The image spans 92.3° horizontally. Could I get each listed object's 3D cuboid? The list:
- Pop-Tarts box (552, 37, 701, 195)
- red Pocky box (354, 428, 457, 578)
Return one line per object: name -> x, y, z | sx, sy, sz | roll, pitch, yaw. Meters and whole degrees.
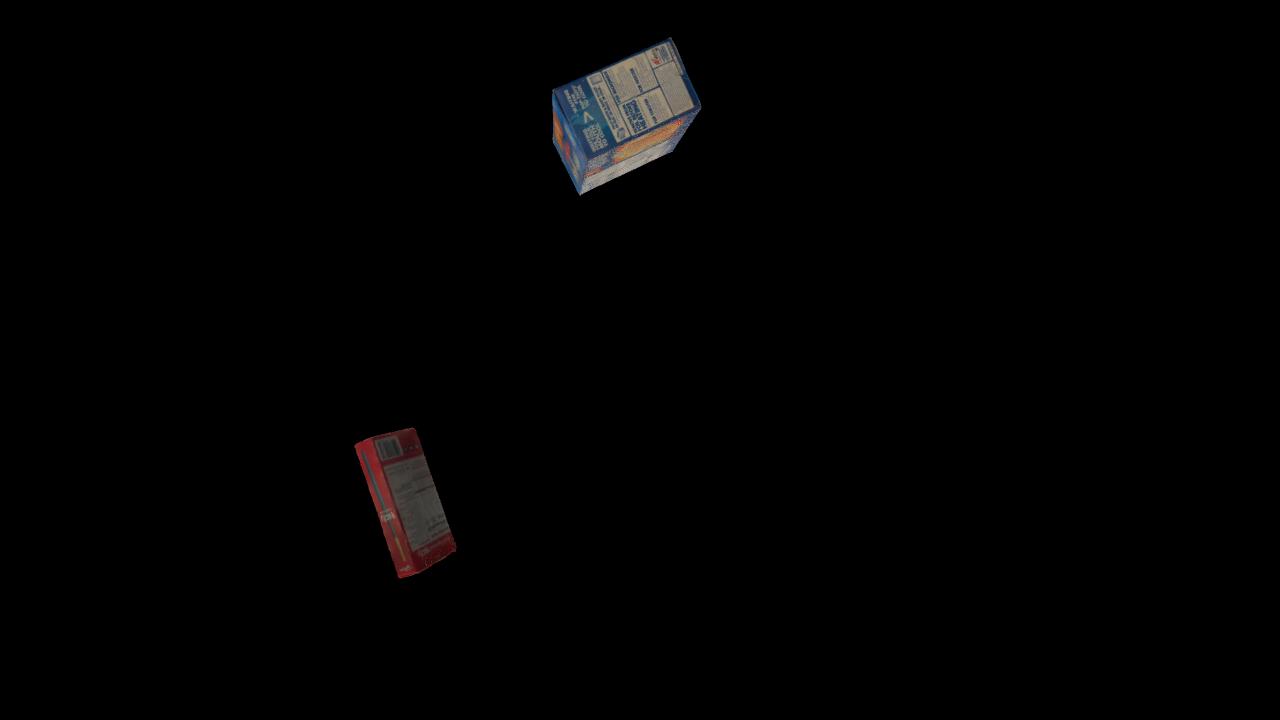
Pop-Tarts box -> -0.023, -0.275, 0.718 | 0.141, 0.083, 0.167 | -27, 5, -6
red Pocky box -> -0.262, 0.157, 0.692 | 0.028, 0.155, 0.083 | -21, -4, 12
